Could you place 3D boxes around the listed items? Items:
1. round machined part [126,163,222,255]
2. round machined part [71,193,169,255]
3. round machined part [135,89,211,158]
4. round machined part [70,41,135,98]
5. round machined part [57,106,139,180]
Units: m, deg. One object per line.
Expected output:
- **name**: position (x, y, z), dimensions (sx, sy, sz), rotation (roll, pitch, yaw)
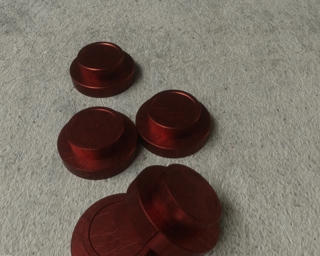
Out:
- **round machined part**: position (0.020, 0.073, 0.298), dimensions (0.098, 0.042, 0.098), rotation (31, 28, -18)
- **round machined part**: position (-0.037, 0.107, 0.302), dimensions (0.099, 0.042, 0.098), rotation (0, 50, 0)
- **round machined part**: position (0.017, -0.012, 0.403), dimensions (0.099, 0.042, 0.098), rotation (0, 50, 0)
- **round machined part**: position (-0.088, -0.095, 0.471), dimensions (0.099, 0.042, 0.098), rotation (0, 50, 0)
- **round machined part**: position (-0.077, 0.011, 0.382), dimensions (0.099, 0.042, 0.098), rotation (0, 50, 0)
